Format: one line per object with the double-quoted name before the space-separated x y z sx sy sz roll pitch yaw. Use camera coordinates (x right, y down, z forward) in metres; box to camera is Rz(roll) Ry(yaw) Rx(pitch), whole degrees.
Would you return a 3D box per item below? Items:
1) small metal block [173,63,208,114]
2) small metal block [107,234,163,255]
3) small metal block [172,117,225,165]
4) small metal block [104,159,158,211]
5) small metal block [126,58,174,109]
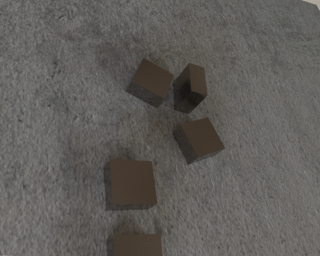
"small metal block" 0.042 -0.056 0.447 0.025 0.050 0.050 13 56 -22
"small metal block" -0.025 0.135 0.309 0.050 0.025 0.050 8 58 -25
"small metal block" 0.053 0.017 0.424 0.050 0.025 0.050 -14 69 -34
"small metal block" -0.034 0.064 0.348 0.050 0.025 0.050 6 59 -26
"small metal block" -0.014 -0.063 0.437 0.050 0.025 0.050 28 52 -11
